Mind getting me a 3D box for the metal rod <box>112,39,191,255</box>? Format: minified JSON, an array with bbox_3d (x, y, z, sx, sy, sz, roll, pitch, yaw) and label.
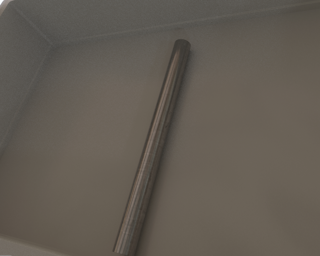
[{"bbox_3d":[-0.003,0.007,0.401,0.025,0.025,0.300,2,62,29],"label":"metal rod"}]
